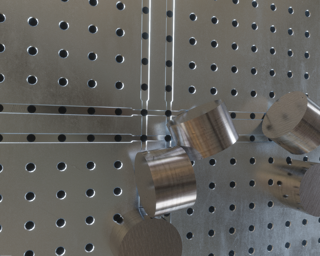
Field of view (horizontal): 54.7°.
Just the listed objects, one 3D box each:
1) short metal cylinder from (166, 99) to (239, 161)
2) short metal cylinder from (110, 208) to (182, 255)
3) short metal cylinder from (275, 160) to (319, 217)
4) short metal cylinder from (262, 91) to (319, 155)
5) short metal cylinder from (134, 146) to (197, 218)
[{"bbox_3d":[0.055,0.002,0.404,0.081,0.080,0.050,-28,99,-18],"label":"short metal cylinder"},{"bbox_3d":[-0.019,0.148,0.393,0.081,0.050,0.079,0,90,-20],"label":"short metal cylinder"},{"bbox_3d":[0.231,0.092,0.484,0.081,0.050,0.079,0,90,-20],"label":"short metal cylinder"},{"bbox_3d":[0.200,-0.007,0.457,0.050,0.080,0.080,32,80,-17],"label":"short metal cylinder"},{"bbox_3d":[0.004,0.065,0.385,0.050,0.080,0.079,-9,93,-20],"label":"short metal cylinder"}]
